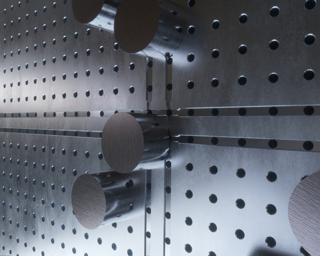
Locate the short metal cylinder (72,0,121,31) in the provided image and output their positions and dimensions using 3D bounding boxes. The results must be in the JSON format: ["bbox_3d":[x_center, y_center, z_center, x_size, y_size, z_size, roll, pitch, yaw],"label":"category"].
[{"bbox_3d":[-0.087,-0.191,0.465,0.080,0.050,0.079,0,90,40],"label":"short metal cylinder"}]

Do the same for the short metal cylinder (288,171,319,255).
[{"bbox_3d":[0.158,0.072,0.263,0.080,0.050,0.079,0,90,40],"label":"short metal cylinder"}]

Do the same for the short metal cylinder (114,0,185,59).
[{"bbox_3d":[-0.014,-0.133,0.405,0.080,0.050,0.079,0,90,40],"label":"short metal cylinder"}]

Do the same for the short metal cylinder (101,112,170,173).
[{"bbox_3d":[-0.034,0.019,0.421,0.080,0.050,0.079,0,90,40],"label":"short metal cylinder"}]

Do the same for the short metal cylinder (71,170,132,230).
[{"bbox_3d":[-0.088,0.106,0.466,0.080,0.050,0.079,0,90,40],"label":"short metal cylinder"}]
